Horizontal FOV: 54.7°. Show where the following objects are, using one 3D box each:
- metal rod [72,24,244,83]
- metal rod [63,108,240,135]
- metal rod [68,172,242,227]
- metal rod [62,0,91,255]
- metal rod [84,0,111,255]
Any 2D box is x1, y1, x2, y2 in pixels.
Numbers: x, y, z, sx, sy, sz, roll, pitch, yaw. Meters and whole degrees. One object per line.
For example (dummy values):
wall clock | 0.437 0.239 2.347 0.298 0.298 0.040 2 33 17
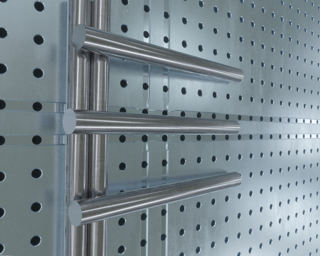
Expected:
metal rod | 0.025 -0.089 0.413 0.302 0.025 0.025 1 90 -46
metal rod | 0.018 -0.004 0.406 0.302 0.025 0.025 2 89 -46
metal rod | 0.022 0.085 0.411 0.302 0.025 0.025 1 90 -46
metal rod | -0.090 0.009 0.334 0.025 0.025 0.298 1 89 -40
metal rod | -0.071 0.001 0.351 0.025 0.025 0.298 1 89 -40
